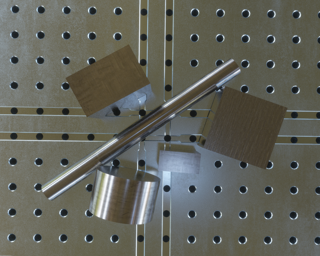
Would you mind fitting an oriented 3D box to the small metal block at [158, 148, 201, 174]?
[{"bbox_3d":[0.024,0.041,0.401,0.050,0.050,0.025,5,90,-1],"label":"small metal block"}]

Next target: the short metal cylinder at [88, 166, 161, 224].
[{"bbox_3d":[-0.044,0.081,0.385,0.080,0.080,0.050,12,90,-1],"label":"short metal cylinder"}]

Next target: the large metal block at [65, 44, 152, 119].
[{"bbox_3d":[-0.058,-0.053,0.386,0.080,0.080,0.050,-28,90,0],"label":"large metal block"}]

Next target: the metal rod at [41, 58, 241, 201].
[{"bbox_3d":[-0.024,0.001,0.412,0.301,0.025,0.025,-34,90,-1],"label":"metal rod"}]

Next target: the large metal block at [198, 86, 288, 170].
[{"bbox_3d":[0.103,0.000,0.400,0.080,0.050,0.080,19,90,-1],"label":"large metal block"}]
